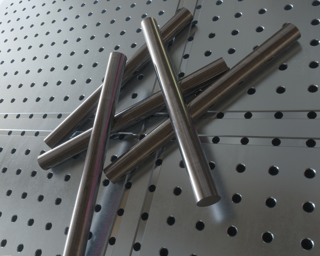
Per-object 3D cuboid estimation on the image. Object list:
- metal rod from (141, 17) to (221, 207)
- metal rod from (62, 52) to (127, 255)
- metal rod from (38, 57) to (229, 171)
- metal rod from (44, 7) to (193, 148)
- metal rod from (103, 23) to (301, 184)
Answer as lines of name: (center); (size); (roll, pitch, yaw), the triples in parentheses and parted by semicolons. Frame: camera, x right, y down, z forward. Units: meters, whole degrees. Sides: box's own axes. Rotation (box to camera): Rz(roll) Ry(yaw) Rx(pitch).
metal rod: (0.015, -0.044, 0.392); (0.025, 0.025, 0.299); (-25, 53, 12)
metal rod: (-0.083, 0.035, 0.403); (0.025, 0.025, 0.299); (-1, 69, 27)
metal rod: (-0.044, -0.016, 0.438); (0.301, 0.025, 0.025); (-27, 53, 10)
metal rod: (-0.063, -0.079, 0.487); (0.300, 0.025, 0.025); (-44, 51, -3)
metal rod: (0.052, -0.030, 0.398); (0.300, 0.025, 0.025); (-38, 51, 1)
